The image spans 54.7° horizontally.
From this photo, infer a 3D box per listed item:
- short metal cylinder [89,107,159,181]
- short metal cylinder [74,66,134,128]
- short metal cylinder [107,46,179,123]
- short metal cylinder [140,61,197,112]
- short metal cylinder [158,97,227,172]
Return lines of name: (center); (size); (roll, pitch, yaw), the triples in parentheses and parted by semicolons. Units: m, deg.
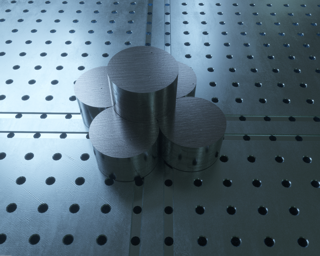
short metal cylinder: (-0.041, 0.017, 0.375); (0.081, 0.050, 0.080); (0, 50, 0)
short metal cylinder: (-0.071, -0.040, 0.423); (0.081, 0.050, 0.080); (0, 50, 0)
short metal cylinder: (-0.020, -0.053, 0.368); (0.081, 0.050, 0.080); (1, 51, -1)
short metal cylinder: (0.009, -0.051, 0.433); (0.081, 0.050, 0.080); (0, 50, 0)
short metal cylinder: (0.038, 0.007, 0.385); (0.081, 0.050, 0.080); (0, 50, 0)
